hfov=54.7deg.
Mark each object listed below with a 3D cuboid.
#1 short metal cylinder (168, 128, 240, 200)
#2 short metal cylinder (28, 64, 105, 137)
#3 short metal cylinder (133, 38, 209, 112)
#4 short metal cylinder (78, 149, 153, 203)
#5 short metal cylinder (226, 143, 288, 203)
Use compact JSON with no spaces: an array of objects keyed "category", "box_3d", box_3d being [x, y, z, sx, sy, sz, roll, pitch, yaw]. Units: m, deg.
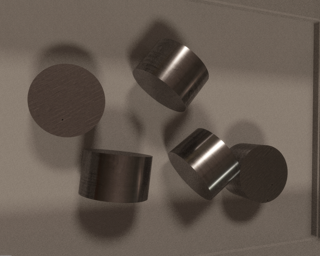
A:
[{"category":"short metal cylinder","box_3d":[0.056,0.047,0.403,0.050,0.080,0.080,-39,103,-16]},{"category":"short metal cylinder","box_3d":[-0.108,-0.030,0.358,0.081,0.050,0.079,0,90,-21]},{"category":"short metal cylinder","box_3d":[0.013,-0.064,0.387,0.080,0.080,0.050,40,77,-16]},{"category":"short metal cylinder","box_3d":[-0.051,0.054,0.363,0.081,0.080,0.050,7,88,-20]},{"category":"short metal cylinder","box_3d":[0.135,0.063,0.449,0.081,0.050,0.079,0,90,-21]}]
